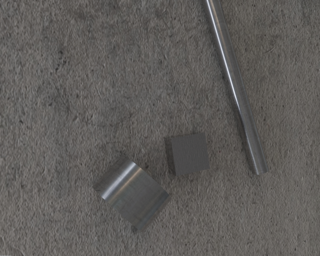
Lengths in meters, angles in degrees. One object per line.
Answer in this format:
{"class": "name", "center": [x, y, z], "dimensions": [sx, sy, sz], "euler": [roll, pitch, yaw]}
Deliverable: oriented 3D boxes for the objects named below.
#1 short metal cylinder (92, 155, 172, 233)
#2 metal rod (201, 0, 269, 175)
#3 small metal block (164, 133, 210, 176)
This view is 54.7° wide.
{"class": "short metal cylinder", "center": [-0.033, 0.077, 0.368], "dimensions": [0.080, 0.080, 0.050], "euler": [46, 76, -15]}
{"class": "metal rod", "center": [0.105, -0.076, 0.447], "dimensions": [0.025, 0.025, 0.298], "euler": [-20, 97, -19]}
{"class": "small metal block", "center": [0.037, 0.034, 0.423], "dimensions": [0.050, 0.025, 0.050], "euler": [-9, 93, -20]}
